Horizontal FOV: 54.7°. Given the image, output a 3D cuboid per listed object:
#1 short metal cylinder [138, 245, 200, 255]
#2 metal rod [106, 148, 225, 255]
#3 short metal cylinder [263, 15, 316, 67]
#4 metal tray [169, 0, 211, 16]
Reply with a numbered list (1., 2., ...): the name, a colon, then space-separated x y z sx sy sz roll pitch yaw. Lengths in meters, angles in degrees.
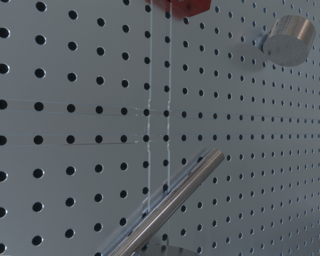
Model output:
1. short metal cylinder: 0.010 0.183 0.383 0.081 0.080 0.050 11 83 -40
2. metal rod: -0.008 0.121 0.403 0.302 0.025 0.025 -39 114 -33
3. short metal cylinder: 0.239 -0.160 0.574 0.080 0.080 0.050 43 64 -32
4. metal tray: 0.022 -0.226 0.424 0.131 0.030 0.090 18 78 -39
